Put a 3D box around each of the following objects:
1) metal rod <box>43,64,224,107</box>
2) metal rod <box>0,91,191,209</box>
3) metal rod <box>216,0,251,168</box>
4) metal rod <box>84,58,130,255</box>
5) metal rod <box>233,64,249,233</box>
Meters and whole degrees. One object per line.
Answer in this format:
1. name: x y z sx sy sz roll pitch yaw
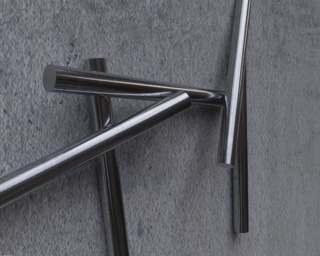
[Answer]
1. metal rod: 0.005 -0.045 0.386 0.302 0.025 0.025 0 90 -47
2. metal rod: -0.088 0.029 0.305 0.302 0.025 0.025 -28 108 -28
3. metal rod: 0.116 -0.086 0.473 0.025 0.025 0.299 27 64 -37
4. metal rod: -0.056 0.072 0.357 0.025 0.025 0.298 -11 97 -40
5. metal rod: 0.133 0.022 0.515 0.025 0.025 0.298 -2 91 -40
